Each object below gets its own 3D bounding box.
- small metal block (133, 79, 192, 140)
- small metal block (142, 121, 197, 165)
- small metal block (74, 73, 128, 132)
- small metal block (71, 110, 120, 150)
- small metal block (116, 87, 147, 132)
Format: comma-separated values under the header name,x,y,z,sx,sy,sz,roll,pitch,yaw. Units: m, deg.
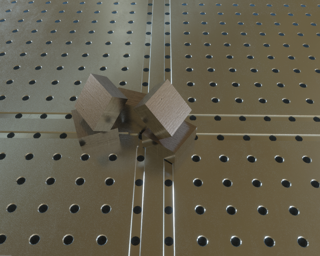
name,x,y,z,sx,sy,sz,roll,pitch,yaw
small metal block,0.004,-0.022,0.376,0.050,0.025,0.050,50,54,-17
small metal block,0.012,0.011,0.399,0.050,0.025,0.050,29,55,21
small metal block,-0.073,-0.031,0.380,0.025,0.050,0.050,4,35,-51
small metal block,-0.085,-0.004,0.410,0.050,0.025,0.050,-15,52,-13
small metal block,-0.034,-0.022,0.409,0.050,0.050,0.025,15,52,11
